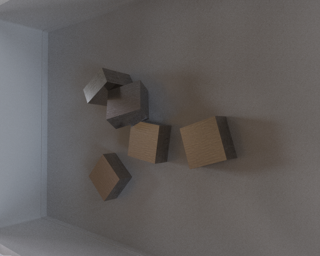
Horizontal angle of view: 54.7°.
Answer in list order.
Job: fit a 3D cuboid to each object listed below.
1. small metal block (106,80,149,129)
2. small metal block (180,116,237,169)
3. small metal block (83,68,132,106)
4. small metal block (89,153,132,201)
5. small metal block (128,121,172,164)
[{"bbox_3d":[-0.044,-0.032,0.421,0.050,0.025,0.050,-16,53,18],"label":"small metal block"},{"bbox_3d":[0.056,0.017,0.361,0.050,0.025,0.050,-21,77,38],"label":"small metal block"},{"bbox_3d":[-0.074,-0.057,0.451,0.050,0.050,0.025,-40,61,33],"label":"small metal block"},{"bbox_3d":[-0.076,0.074,0.470,0.050,0.025,0.050,50,119,28],"label":"small metal block"},{"bbox_3d":[-0.015,0.017,0.419,0.050,0.025,0.050,12,98,39],"label":"small metal block"}]
